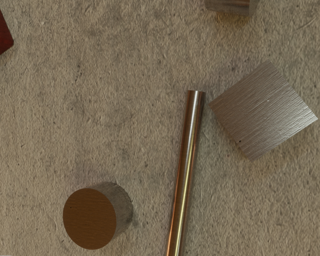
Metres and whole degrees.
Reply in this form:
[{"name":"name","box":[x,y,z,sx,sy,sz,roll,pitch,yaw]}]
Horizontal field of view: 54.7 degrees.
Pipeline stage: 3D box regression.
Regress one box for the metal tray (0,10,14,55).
[{"name":"metal tray","box":[-0.307,-0.174,0.514,0.090,0.030,0.130,-28,81,17]}]

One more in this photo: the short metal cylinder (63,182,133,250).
[{"name":"short metal cylinder","box":[-0.084,0.118,0.425,0.080,0.050,0.079,0,90,20]}]

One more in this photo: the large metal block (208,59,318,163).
[{"name":"large metal block","box":[0.116,-0.018,0.355,0.080,0.050,0.080,-38,78,16]}]

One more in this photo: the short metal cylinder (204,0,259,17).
[{"name":"short metal cylinder","box":[0.087,-0.170,0.349,0.050,0.080,0.080,17,96,19]}]

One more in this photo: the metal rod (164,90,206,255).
[{"name":"metal rod","box":[0.027,0.102,0.399,0.025,0.025,0.298,8,93,20]}]
